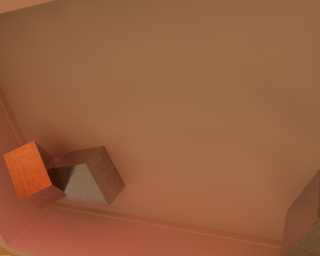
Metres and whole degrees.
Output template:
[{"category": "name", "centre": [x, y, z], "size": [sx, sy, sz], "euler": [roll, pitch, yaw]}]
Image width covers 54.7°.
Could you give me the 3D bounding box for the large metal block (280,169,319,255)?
[{"category": "large metal block", "centre": [0.180, 0.108, 0.345], "size": [0.050, 0.080, 0.079], "euler": [26, 128, 12]}]

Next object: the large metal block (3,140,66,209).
[{"category": "large metal block", "centre": [-0.199, 0.078, 0.504], "size": [0.080, 0.050, 0.080], "euler": [59, 170, 21]}]

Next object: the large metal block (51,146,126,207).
[{"category": "large metal block", "centre": [-0.116, 0.081, 0.504], "size": [0.080, 0.050, 0.080], "euler": [-11, 113, 33]}]
